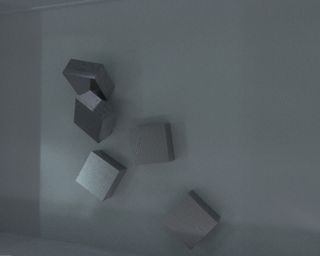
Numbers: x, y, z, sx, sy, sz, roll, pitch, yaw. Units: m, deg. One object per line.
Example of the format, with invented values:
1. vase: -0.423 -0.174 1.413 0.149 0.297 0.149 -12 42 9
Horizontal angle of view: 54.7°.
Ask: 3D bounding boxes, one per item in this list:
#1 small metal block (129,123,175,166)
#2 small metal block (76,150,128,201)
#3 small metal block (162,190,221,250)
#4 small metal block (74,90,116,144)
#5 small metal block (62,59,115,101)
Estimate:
1. small metal block: -0.011 0.022 0.413 0.050 0.025 0.050 -8 87 19
2. small metal block: -0.083 0.066 0.438 0.050 0.025 0.050 33 100 16
3. small metal block: 0.040 0.116 0.396 0.050 0.025 0.050 43 103 14
4. small metal block: -0.091 -0.015 0.428 0.050 0.025 0.050 38 138 15
5. small metal block: -0.097 -0.066 0.427 0.050 0.050 0.025 13 64 19
